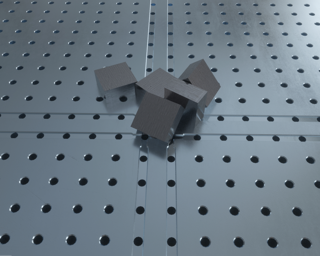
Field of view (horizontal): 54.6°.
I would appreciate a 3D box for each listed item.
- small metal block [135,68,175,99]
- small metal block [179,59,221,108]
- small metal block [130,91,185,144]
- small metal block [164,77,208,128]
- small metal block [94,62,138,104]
[{"bbox_3d":[0.000,-0.057,0.455,0.050,0.025,0.050,37,59,27],"label":"small metal block"},{"bbox_3d":[0.055,-0.061,0.439,0.025,0.050,0.050,-14,31,46],"label":"small metal block"},{"bbox_3d":[-0.002,-0.013,0.404,0.050,0.025,0.050,23,88,18],"label":"small metal block"},{"bbox_3d":[0.034,-0.034,0.420,0.050,0.050,0.025,28,56,21],"label":"small metal block"},{"bbox_3d":[-0.065,-0.069,0.465,0.050,0.025,0.050,-19,53,-16],"label":"small metal block"}]
